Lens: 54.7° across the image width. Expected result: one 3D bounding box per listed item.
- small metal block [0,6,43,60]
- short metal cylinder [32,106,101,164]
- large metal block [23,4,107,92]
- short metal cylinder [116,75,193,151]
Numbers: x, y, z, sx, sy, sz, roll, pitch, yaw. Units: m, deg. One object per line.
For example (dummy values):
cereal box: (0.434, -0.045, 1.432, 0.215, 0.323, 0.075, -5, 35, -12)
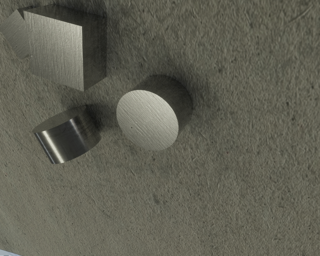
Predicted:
small metal block: (-0.183, -0.129, 0.421, 0.050, 0.025, 0.050, -20, 108, 35)
short metal cylinder: (-0.132, 0.008, 0.444, 0.080, 0.080, 0.050, -10, 114, 32)
large metal block: (-0.115, -0.102, 0.386, 0.080, 0.050, 0.079, 19, 126, 16)
short metal cylinder: (-0.006, -0.019, 0.380, 0.080, 0.050, 0.079, 13, 124, 20)
